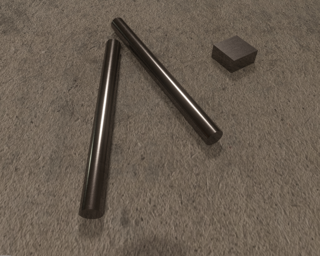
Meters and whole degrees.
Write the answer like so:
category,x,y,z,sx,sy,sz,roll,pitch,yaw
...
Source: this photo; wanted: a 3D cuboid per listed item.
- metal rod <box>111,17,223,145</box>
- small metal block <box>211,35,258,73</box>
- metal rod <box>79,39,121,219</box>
category,x,y,z,sx,sy,sz,roll,pitch,yaw
metal rod,-0.004,-0.088,0.476,0.025,0.025,0.300,-23,54,-19
small metal block,0.121,-0.122,0.507,0.050,0.025,0.050,-26,55,-21
metal rod,-0.075,-0.024,0.422,0.025,0.025,0.300,0,50,-1
